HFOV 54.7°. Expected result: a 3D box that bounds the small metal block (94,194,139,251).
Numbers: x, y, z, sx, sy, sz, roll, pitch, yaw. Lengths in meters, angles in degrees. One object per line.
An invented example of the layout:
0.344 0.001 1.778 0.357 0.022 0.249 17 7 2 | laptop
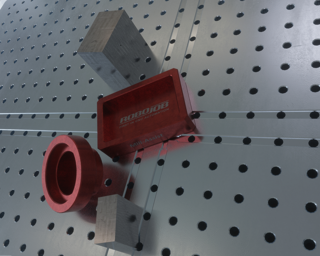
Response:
-0.047 0.108 0.351 0.025 0.050 0.050 -15 56 20 | small metal block

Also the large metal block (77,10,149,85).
-0.071 -0.124 0.487 0.050 0.080 0.080 8 66 32 | large metal block

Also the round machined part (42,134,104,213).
-0.111 0.058 0.404 0.098 0.042 0.097 -7 80 43 | round machined part

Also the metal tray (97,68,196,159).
-0.024 -0.020 0.429 0.130 0.030 0.090 -20 54 16 | metal tray
